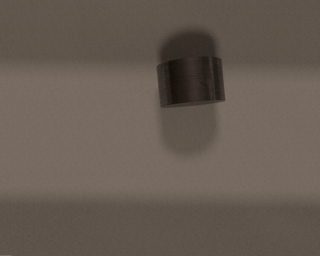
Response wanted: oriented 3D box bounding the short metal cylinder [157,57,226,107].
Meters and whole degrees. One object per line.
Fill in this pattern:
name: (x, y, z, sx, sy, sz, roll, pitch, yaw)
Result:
short metal cylinder: (0.038, -0.054, 0.384, 0.081, 0.080, 0.050, -5, 90, -1)
